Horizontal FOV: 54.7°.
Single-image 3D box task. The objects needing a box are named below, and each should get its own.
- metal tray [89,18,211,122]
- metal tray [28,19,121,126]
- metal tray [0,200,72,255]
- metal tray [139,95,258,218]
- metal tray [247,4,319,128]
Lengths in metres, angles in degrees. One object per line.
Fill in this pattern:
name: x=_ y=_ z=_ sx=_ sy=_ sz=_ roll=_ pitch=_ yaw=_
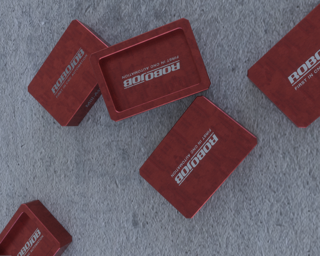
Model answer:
metal tray: x=-0.012 y=-0.070 z=0.391 sx=0.130 sy=0.030 sz=0.090 roll=-19 pitch=92 yaw=8
metal tray: x=-0.123 y=-0.077 z=0.450 sx=0.090 sy=0.030 sz=0.130 roll=43 pitch=103 yaw=15
metal tray: x=-0.206 y=0.188 z=0.479 sx=0.090 sy=0.030 sz=0.130 roll=41 pitch=103 yaw=15
metal tray: x=0.047 y=0.036 z=0.390 sx=0.090 sy=0.030 sz=0.130 roll=41 pitch=103 yaw=15
metal tray: x=0.176 y=-0.073 z=0.344 sx=0.130 sy=0.030 sz=0.090 roll=-44 pitch=77 yaw=14
